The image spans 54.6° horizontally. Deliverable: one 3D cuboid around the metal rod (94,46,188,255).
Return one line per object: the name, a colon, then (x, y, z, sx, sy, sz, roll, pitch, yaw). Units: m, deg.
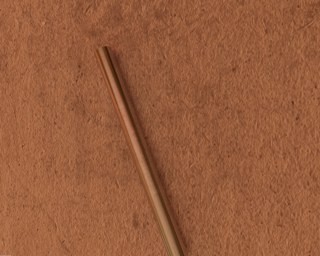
metal rod: (-0.028, 0.029, 0.419, 0.025, 0.025, 0.299, -23, 82, 18)
